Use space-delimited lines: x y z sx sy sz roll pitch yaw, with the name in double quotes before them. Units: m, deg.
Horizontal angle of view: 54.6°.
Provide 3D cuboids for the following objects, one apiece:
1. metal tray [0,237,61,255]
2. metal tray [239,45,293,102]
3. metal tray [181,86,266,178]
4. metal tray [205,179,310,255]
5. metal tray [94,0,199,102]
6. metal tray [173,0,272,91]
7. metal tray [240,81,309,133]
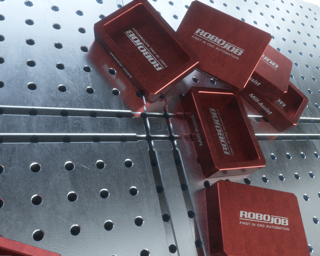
"metal tray" -0.148 0.118 0.218 0.131 0.030 0.090 20 28 -7
"metal tray" 0.156 -0.113 0.518 0.130 0.030 0.090 33 51 -6
"metal tray" 0.091 0.003 0.450 0.091 0.030 0.130 0 62 -28
"metal tray" 0.124 0.122 0.396 0.131 0.030 0.090 14 56 -21
"metal tray" -0.020 -0.114 0.442 0.090 0.030 0.130 -38 83 -16
"metal tray" 0.088 -0.124 0.471 0.130 0.030 0.090 29 95 10
"metal tray" 0.194 -0.065 0.547 0.130 0.030 0.090 44 51 2
